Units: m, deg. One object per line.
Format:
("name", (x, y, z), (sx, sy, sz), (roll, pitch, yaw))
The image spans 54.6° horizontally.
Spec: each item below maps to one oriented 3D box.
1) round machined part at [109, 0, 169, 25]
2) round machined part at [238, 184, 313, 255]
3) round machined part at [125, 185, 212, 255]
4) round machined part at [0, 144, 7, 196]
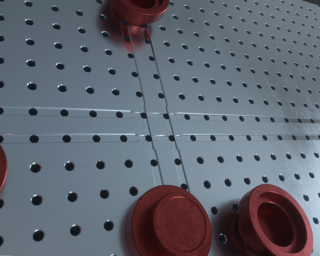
("round machined part", (-0.038, -0.206, 0.499), (0.099, 0.042, 0.098), (11, 61, -21))
("round machined part", (0.139, 0.124, 0.391), (0.099, 0.042, 0.098), (17, 49, -20))
("round machined part", (0.015, 0.109, 0.339), (0.099, 0.042, 0.098), (13, 56, -21))
("round machined part", (-0.190, 0.036, 0.273), (0.099, 0.042, 0.098), (13, 56, -21))
